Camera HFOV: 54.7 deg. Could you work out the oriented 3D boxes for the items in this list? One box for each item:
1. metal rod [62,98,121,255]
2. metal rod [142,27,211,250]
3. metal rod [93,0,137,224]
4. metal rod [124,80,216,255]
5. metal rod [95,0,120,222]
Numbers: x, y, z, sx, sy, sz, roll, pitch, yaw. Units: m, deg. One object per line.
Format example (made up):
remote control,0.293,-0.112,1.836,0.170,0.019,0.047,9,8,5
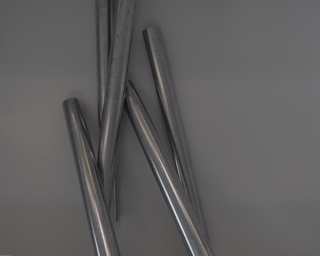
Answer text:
metal rod,-0.069,0.090,0.342,0.025,0.025,0.299,-21,62,0
metal rod,0.022,0.016,0.411,0.025,0.025,0.298,-13,90,0
metal rod,-0.058,-0.028,0.385,0.025,0.025,0.298,7,89,0
metal rod,0.013,0.067,0.350,0.025,0.025,0.299,-26,65,0
metal rod,-0.070,-0.027,0.410,0.025,0.025,0.298,-1,90,0
